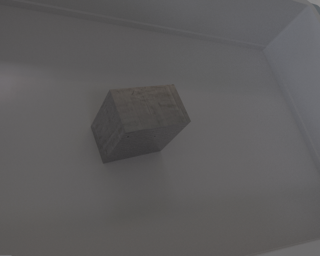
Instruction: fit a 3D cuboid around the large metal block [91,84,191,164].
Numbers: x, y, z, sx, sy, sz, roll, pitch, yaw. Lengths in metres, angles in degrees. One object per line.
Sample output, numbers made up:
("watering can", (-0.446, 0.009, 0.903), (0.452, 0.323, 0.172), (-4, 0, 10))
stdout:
("large metal block", (-0.025, -0.005, 0.359), (0.081, 0.080, 0.050), (-10, 67, -32))
